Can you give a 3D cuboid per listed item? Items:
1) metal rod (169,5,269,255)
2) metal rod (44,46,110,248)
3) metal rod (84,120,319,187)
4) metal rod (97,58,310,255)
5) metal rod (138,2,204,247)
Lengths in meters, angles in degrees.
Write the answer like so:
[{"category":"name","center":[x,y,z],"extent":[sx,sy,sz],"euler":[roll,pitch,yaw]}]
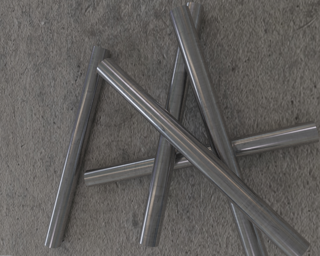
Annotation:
[{"category":"metal rod","center":[0.066,0.004,0.357],"extent":[0.025,0.025,0.299],"euler":[-18,86,19]},{"category":"metal rod","center":[-0.122,0.031,0.451],"extent":[0.025,0.025,0.298],"euler":[17,96,19]},{"category":"metal rod","center":[0.037,0.038,0.395],"extent":[0.301,0.025,0.025],"euler":[-14,85,19]},{"category":"metal rod","center":[0.033,0.021,0.346],"extent":[0.300,0.025,0.025],"euler":[44,104,18]},{"category":"metal rod","center":[0.015,-0.008,0.383],"extent":[0.025,0.025,0.298],"euler":[10,85,20]}]
